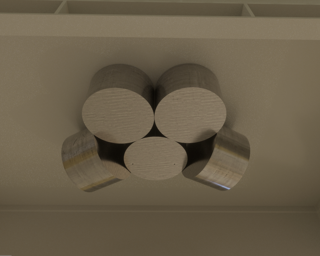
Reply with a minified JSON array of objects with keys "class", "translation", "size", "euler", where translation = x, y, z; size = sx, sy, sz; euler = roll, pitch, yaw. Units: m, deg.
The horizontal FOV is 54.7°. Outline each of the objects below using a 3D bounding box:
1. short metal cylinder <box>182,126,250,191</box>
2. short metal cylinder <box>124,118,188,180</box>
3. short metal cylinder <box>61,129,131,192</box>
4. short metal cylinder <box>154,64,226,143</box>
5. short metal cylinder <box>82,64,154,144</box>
[{"class":"short metal cylinder","translation":[0.070,0.035,0.401],"size":[0.050,0.080,0.080],"euler":[24,126,-19]},{"class":"short metal cylinder","translation":[-0.005,0.024,0.411],"size":[0.081,0.050,0.079],"euler":[0,130,0]},{"class":"short metal cylinder","translation":[-0.080,0.037,0.402],"size":[0.050,0.080,0.080],"euler":[-24,126,19]},{"class":"short metal cylinder","translation":[0.034,-0.028,0.367],"size":[0.081,0.050,0.079],"euler":[0,130,0]},{"class":"short metal cylinder","translation":[-0.047,-0.028,0.367],"size":[0.081,0.050,0.079],"euler":[0,130,0]}]
